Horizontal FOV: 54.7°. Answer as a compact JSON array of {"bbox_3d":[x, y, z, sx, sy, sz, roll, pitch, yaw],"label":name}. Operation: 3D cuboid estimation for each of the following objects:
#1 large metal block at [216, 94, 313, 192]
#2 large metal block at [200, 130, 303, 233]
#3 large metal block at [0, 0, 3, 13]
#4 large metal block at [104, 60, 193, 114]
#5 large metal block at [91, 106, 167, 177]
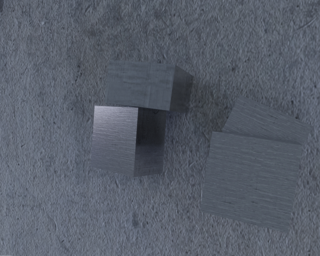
[{"bbox_3d":[0.113,0.016,0.355,0.080,0.050,0.080,27,99,18],"label":"large metal block"},{"bbox_3d":[0.091,0.048,0.310,0.080,0.050,0.079,9,94,19],"label":"large metal block"},{"bbox_3d":[-0.294,-0.235,0.484,0.050,0.080,0.079,9,93,20],"label":"large metal block"},{"bbox_3d":[-0.010,-0.049,0.383,0.080,0.080,0.050,8,93,20],"label":"large metal block"},{"bbox_3d":[-0.041,0.014,0.397,0.080,0.050,0.079,6,92,41],"label":"large metal block"}]
